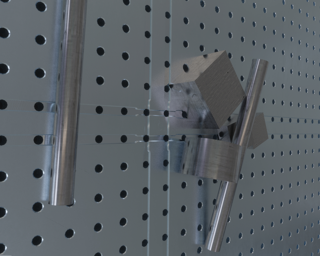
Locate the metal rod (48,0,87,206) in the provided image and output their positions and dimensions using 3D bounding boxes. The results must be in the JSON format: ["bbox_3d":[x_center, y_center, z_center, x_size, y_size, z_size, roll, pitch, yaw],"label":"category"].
[{"bbox_3d":[-0.095,-0.071,0.329,0.025,0.025,0.298,5,87,-40],"label":"metal rod"}]

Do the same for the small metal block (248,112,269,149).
[{"bbox_3d":[0.163,0.004,0.546,0.050,0.025,0.050,-26,107,-37],"label":"small metal block"}]

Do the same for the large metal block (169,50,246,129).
[{"bbox_3d":[0.072,-0.055,0.453,0.080,0.050,0.080,-46,118,-30],"label":"large metal block"}]

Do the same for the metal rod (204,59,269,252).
[{"bbox_3d":[0.118,0.041,0.479,0.025,0.025,0.298,15,90,-39],"label":"metal rod"}]

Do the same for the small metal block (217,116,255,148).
[{"bbox_3d":[0.125,0.011,0.510,0.050,0.025,0.050,-23,105,-30],"label":"small metal block"}]

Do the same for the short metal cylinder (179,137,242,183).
[{"bbox_3d":[0.071,0.045,0.433,0.081,0.080,0.050,17,80,-39],"label":"short metal cylinder"}]
